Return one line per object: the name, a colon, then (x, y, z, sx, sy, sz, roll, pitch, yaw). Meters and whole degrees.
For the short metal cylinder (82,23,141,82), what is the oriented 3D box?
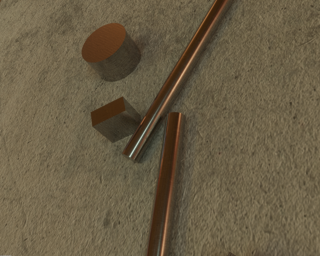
short metal cylinder: (-0.078, -0.122, 0.502, 0.080, 0.050, 0.080, -13, 56, 20)

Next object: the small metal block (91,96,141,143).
small metal block: (-0.058, -0.010, 0.423, 0.050, 0.050, 0.025, -25, 53, 12)

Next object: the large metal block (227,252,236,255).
large metal block: (0.076, 0.162, 0.248, 0.080, 0.050, 0.080, 25, 75, 36)

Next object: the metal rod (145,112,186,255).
metal rod: (0.000, 0.117, 0.331, 0.025, 0.025, 0.299, -5, 59, 25)

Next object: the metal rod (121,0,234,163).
metal rod: (0.034, -0.086, 0.437, 0.025, 0.025, 0.300, 20, 72, 35)
